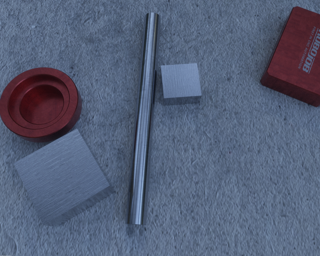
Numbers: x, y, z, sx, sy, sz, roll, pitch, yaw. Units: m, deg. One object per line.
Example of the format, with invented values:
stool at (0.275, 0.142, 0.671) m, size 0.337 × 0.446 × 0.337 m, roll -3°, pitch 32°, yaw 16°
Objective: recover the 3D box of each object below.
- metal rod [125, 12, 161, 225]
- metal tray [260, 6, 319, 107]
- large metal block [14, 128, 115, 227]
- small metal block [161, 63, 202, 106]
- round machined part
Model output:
metal rod at (-0.020, -0.026, 0.417) m, size 0.025 × 0.025 × 0.299 m, roll 3°, pitch 70°, yaw 1°
metal tray at (0.211, -0.105, 0.445) m, size 0.090 × 0.030 × 0.130 m, roll 25°, pitch 72°, yaw 8°
large metal block at (-0.111, 0.060, 0.372) m, size 0.080 × 0.050 × 0.080 m, roll -30°, pitch 73°, yaw -11°
small metal block at (0.028, -0.060, 0.430) m, size 0.050 × 0.025 × 0.050 m, roll -4°, pitch 70°, yaw -2°
round machined part at (-0.152, -0.027, 0.408) m, size 0.099 × 0.042 × 0.098 m, roll 0°, pitch 70°, yaw 0°
